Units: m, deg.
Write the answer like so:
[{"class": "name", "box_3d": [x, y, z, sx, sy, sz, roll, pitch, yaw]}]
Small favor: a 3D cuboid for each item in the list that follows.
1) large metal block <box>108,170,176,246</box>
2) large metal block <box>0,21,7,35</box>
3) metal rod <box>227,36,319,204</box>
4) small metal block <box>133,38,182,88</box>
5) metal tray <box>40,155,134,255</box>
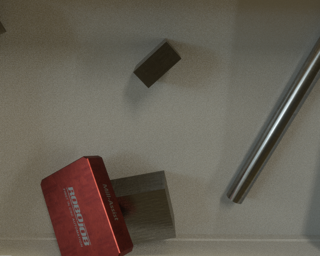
[{"class": "large metal block", "box_3d": [-0.025, 0.114, 0.440, 0.080, 0.050, 0.079, -11, 110, 3]}, {"class": "large metal block", "box_3d": [-0.234, -0.110, 0.338, 0.080, 0.080, 0.050, -23, 109, 8]}, {"class": "metal rod", "box_3d": [0.168, -0.026, 0.404, 0.025, 0.025, 0.298, 22, 108, -8]}, {"class": "small metal block", "box_3d": [-0.003, -0.078, 0.369, 0.050, 0.050, 0.025, -40, 106, 13]}, {"class": "metal tray", "box_3d": [-0.098, 0.112, 0.403, 0.090, 0.030, 0.130, -29, 74, 23]}]
